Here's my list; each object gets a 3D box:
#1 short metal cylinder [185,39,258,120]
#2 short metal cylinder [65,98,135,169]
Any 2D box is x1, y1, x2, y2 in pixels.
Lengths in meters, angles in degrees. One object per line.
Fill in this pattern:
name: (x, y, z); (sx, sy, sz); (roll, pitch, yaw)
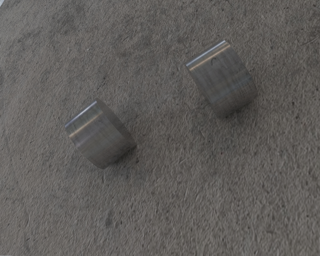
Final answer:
short metal cylinder: (0.071, -0.056, 0.366); (0.050, 0.080, 0.080); (-32, 52, 8)
short metal cylinder: (-0.077, 0.007, 0.405); (0.050, 0.080, 0.080); (-39, 51, 2)
